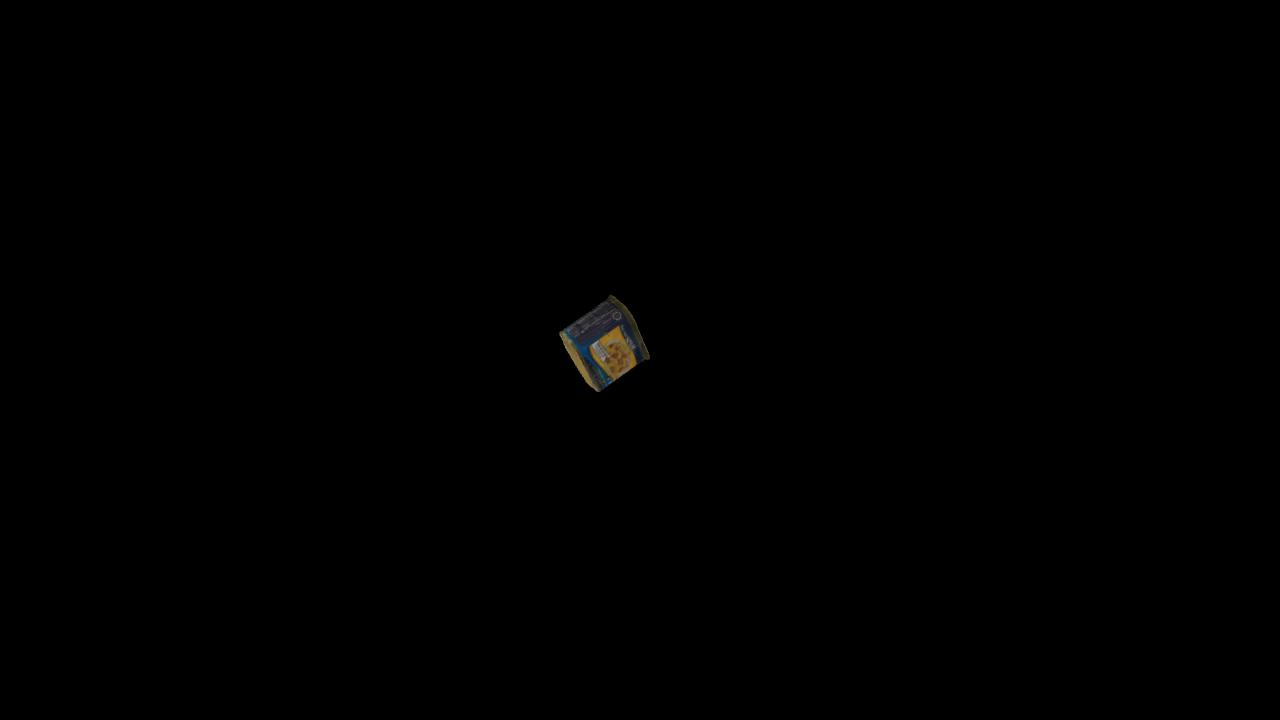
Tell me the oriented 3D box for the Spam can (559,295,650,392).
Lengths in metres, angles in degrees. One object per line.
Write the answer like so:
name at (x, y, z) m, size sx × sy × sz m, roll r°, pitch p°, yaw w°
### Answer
Spam can at (-0.046, -0.019, 0.796) m, size 0.085 × 0.101 × 0.058 m, roll -36°, pitch 45°, yaw -12°
